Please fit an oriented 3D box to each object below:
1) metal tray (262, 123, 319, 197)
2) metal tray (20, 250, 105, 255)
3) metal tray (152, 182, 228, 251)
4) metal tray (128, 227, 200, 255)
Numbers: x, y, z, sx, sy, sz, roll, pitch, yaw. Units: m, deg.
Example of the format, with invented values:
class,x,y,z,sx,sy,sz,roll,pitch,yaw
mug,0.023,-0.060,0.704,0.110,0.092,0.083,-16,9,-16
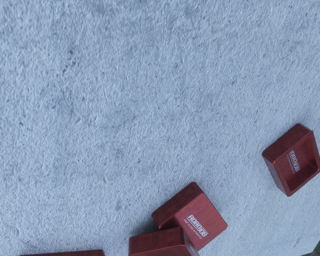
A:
class,x,y,z,sx,sy,sz,roll,pitch,yaw
metal tray,0.250,0.063,0.579,0.090,0.030,0.130,-39,130,-2
metal tray,-0.152,0.229,0.461,0.131,0.030,0.089,10,113,-33
metal tray,0.055,0.160,0.533,0.090,0.030,0.130,-38,129,-3
metal tray,0.013,0.216,0.517,0.090,0.030,0.130,-16,133,11
